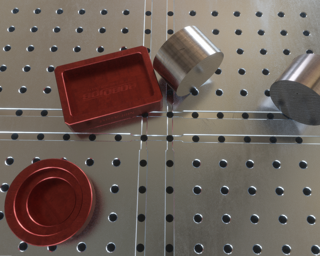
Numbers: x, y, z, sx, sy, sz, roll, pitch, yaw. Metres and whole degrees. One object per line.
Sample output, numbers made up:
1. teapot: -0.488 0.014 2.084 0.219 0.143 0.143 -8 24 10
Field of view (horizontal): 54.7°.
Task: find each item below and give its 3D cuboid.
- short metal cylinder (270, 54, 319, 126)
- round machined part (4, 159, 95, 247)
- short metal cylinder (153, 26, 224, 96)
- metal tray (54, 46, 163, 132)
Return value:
1. short metal cylinder: 0.192 -0.049 0.401 0.080 0.080 0.050 39 75 13
2. round machined part: -0.126 0.089 0.369 0.099 0.042 0.098 0 70 0
3. short metal cylinder: 0.038 -0.088 0.415 0.080 0.080 0.050 -36 74 -12
4. metal tray: -0.070 -0.055 0.428 0.131 0.030 0.090 -15 71 -6
